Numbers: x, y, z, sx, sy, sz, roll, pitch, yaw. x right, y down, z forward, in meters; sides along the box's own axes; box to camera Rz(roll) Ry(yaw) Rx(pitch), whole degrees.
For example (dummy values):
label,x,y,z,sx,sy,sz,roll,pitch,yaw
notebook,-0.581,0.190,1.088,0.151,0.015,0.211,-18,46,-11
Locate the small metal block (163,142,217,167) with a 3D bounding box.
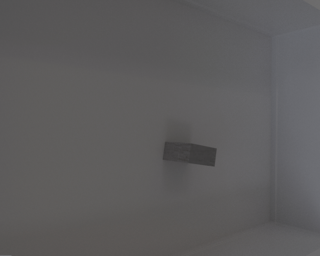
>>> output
label,x,y,z,sx,sy,sz,roll,pitch,yaw
small metal block,0.040,0.036,0.423,0.050,0.050,0.025,13,82,-39
